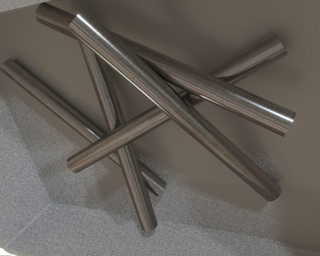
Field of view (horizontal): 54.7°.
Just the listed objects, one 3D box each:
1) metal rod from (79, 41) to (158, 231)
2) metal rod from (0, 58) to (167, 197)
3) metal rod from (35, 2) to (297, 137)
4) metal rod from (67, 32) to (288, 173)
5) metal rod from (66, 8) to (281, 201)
[{"bbox_3d":[-0.055,0.008,0.419,0.025,0.025,0.298,-6,109,30],"label":"metal rod"},{"bbox_3d":[-0.115,-0.001,0.466,0.300,0.025,0.025,39,129,1],"label":"metal rod"},{"bbox_3d":[-0.009,-0.069,0.325,0.301,0.025,0.025,27,128,16],"label":"metal rod"},{"bbox_3d":[-0.001,-0.015,0.362,0.300,0.025,0.025,-29,103,26],"label":"metal rod"},{"bbox_3d":[0.032,-0.009,0.331,0.301,0.025,0.025,40,131,-22],"label":"metal rod"}]
